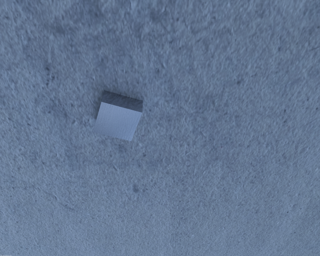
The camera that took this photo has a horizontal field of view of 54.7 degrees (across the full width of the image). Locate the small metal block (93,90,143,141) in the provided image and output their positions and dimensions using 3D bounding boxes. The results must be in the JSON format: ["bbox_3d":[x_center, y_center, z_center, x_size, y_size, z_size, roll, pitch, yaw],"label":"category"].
[{"bbox_3d":[-0.053,-0.015,0.394,0.050,0.025,0.050,15,129,-13],"label":"small metal block"}]
